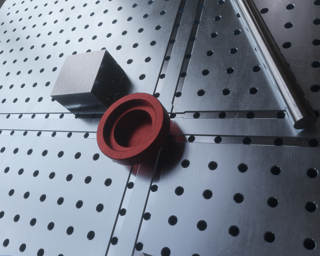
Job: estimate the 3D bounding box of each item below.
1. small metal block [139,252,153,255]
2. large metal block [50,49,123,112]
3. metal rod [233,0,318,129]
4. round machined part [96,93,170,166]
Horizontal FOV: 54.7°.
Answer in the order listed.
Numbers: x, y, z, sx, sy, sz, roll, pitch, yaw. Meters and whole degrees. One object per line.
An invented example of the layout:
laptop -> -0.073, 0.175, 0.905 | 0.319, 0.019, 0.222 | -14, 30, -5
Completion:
small metal block -> -0.018, 0.166, 0.316 | 0.050, 0.025, 0.050 | -43, 51, -2
large metal block -> -0.117, -0.074, 0.499 | 0.080, 0.050, 0.080 | -1, 61, 27
metal rod -> 0.134, -0.127, 0.415 | 0.025, 0.025, 0.299 | -21, 54, 16
round machined part -> -0.031, 0.005, 0.411 | 0.098, 0.042, 0.098 | -13, 56, 21
